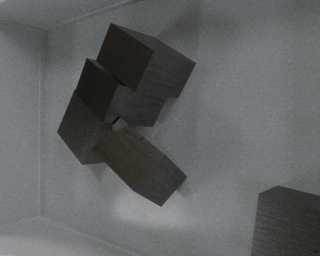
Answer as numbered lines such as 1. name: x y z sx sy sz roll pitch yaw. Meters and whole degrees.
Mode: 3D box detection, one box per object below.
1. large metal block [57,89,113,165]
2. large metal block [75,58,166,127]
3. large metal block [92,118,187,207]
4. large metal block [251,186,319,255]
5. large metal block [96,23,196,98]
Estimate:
1. large metal block: -0.104 -0.002 0.473 0.080 0.050 0.080 43 116 31
2. large metal block: -0.051 -0.045 0.406 0.080 0.081 0.050 41 115 39
3. large metal block: -0.023 0.043 0.379 0.080 0.080 0.050 38 83 33
4. large metal block: 0.133 0.104 0.280 0.080 0.050 0.079 10 96 39
5. large metal block: -0.017 -0.082 0.383 0.080 0.081 0.050 40 115 32
